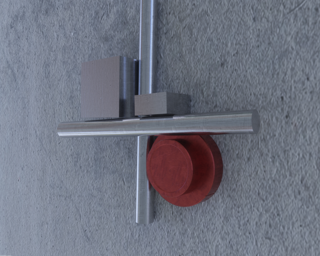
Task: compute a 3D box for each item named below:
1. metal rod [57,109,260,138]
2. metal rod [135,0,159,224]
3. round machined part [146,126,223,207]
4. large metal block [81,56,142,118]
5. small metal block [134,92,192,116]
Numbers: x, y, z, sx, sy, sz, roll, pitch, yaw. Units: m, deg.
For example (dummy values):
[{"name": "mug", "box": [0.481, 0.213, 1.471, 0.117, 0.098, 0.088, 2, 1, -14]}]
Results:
[{"name": "metal rod", "box": [-0.027, -0.002, 0.394, 0.300, 0.025, 0.025, -2, 89, 35]}, {"name": "metal rod", "box": [-0.018, -0.022, 0.419, 0.025, 0.025, 0.298, 2, 91, 39]}, {"name": "round machined part", "box": [0.022, 0.047, 0.374, 0.098, 0.042, 0.097, 0, 90, 39]}, {"name": "large metal block", "box": [-0.067, -0.054, 0.442, 0.080, 0.050, 0.079, 1, 91, 39]}, {"name": "small metal block", "box": [0.004, -0.028, 0.385, 0.050, 0.050, 0.025, -2, 89, 39]}]
